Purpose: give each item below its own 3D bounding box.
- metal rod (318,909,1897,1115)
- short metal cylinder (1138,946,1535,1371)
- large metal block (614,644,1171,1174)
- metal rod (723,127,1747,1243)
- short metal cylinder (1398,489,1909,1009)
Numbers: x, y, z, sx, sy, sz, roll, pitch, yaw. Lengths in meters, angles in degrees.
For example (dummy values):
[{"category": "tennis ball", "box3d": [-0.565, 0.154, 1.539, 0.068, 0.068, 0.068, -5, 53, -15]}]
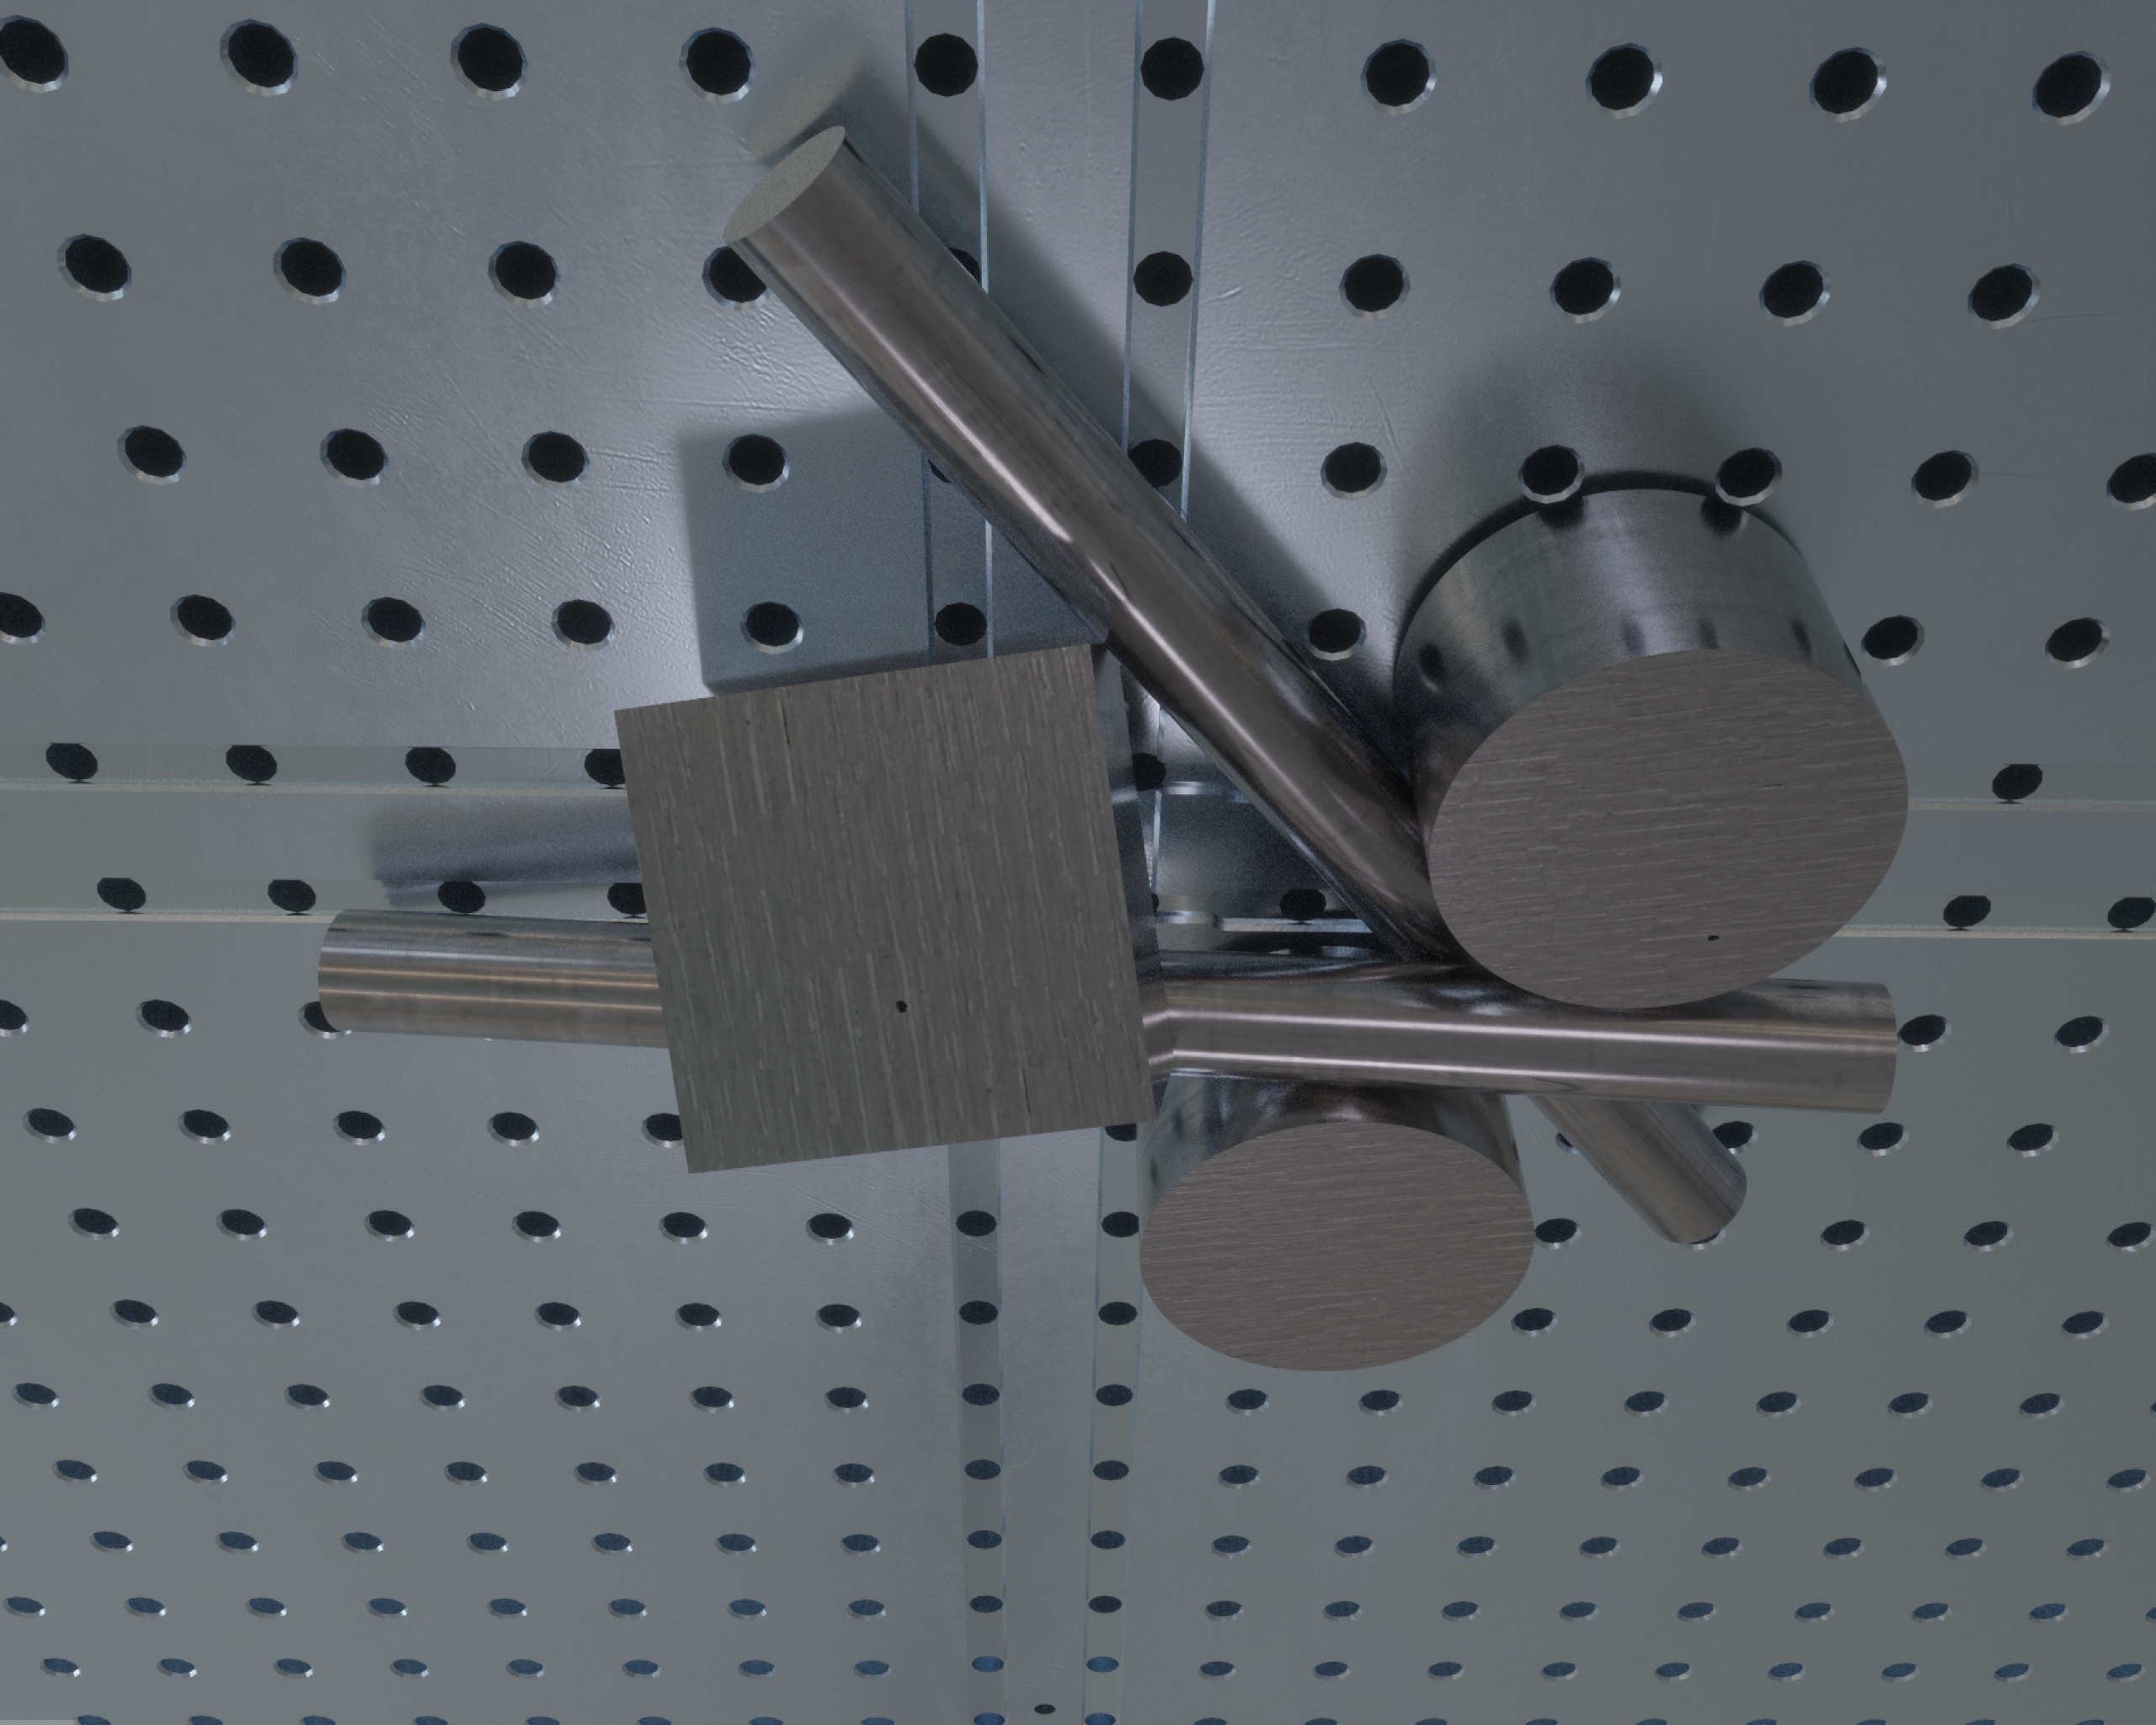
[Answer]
[{"category": "metal rod", "box3d": [0.002, 0.029, 0.409, 0.302, 0.025, 0.025, 3, 131, 5]}, {"category": "short metal cylinder", "box3d": [0.053, 0.064, 0.445, 0.081, 0.050, 0.079, 0, 130, 0]}, {"category": "large metal block", "box3d": [-0.030, 0.006, 0.372, 0.080, 0.050, 0.079, -7, 95, 6]}, {"category": "metal rod", "box3d": [0.047, -0.014, 0.396, 0.025, 0.025, 0.300, -31, 124, 23]}, {"category": "short metal cylinder", "box3d": [0.100, -0.020, 0.375, 0.081, 0.050, 0.079, 0, 130, 0]}]
